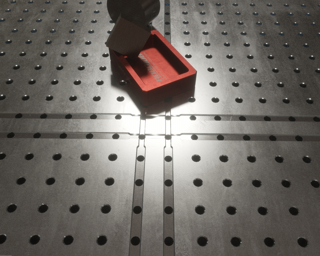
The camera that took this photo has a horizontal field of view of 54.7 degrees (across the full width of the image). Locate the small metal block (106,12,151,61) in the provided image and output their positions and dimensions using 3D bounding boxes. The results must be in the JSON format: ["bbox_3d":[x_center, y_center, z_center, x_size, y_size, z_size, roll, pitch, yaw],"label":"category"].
[{"bbox_3d":[-0.049,-0.140,0.477,0.050,0.050,0.025,23,29,-22],"label":"small metal block"}]

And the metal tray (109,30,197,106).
[{"bbox_3d":[-0.014,-0.099,0.487,0.091,0.030,0.130,-23,54,-19],"label":"metal tray"}]

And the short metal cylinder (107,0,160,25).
[{"bbox_3d":[-0.047,-0.217,0.554,0.080,0.080,0.050,24,54,18],"label":"short metal cylinder"}]
